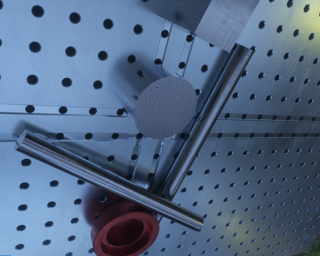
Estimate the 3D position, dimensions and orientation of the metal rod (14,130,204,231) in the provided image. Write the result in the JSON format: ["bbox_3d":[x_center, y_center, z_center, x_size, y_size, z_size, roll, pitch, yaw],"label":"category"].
[{"bbox_3d":[-0.046,0.083,0.417,0.301,0.025,0.025,33,99,-32],"label":"metal rod"}]

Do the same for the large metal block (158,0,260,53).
[{"bbox_3d":[0.053,-0.135,0.322,0.050,0.080,0.080,17,109,-35],"label":"large metal block"}]

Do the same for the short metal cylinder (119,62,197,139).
[{"bbox_3d":[-0.003,-0.033,0.374,0.081,0.050,0.079,-14,124,-21],"label":"short metal cylinder"}]

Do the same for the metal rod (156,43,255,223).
[{"bbox_3d":[0.051,0.021,0.453,0.025,0.025,0.298,14,111,-34],"label":"metal rod"}]

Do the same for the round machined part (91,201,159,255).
[{"bbox_3d":[-0.054,0.148,0.461,0.099,0.042,0.097,-12,123,-18],"label":"round machined part"}]
